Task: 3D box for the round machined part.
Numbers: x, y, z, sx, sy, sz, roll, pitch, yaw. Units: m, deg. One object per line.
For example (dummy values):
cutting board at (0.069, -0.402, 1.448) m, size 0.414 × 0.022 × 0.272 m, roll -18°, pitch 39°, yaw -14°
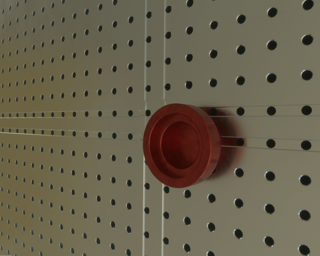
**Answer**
round machined part at (0.030, 0.020, 0.372) m, size 0.098 × 0.042 × 0.097 m, roll 0°, pitch 90°, yaw 39°
